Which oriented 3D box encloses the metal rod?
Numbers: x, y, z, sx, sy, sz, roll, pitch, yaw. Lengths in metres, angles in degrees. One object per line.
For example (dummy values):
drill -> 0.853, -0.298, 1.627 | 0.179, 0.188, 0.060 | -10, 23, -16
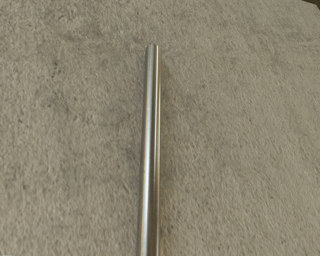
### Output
metal rod -> -0.011, 0.010, 0.393 | 0.025, 0.025, 0.299 | 14, 56, -21
